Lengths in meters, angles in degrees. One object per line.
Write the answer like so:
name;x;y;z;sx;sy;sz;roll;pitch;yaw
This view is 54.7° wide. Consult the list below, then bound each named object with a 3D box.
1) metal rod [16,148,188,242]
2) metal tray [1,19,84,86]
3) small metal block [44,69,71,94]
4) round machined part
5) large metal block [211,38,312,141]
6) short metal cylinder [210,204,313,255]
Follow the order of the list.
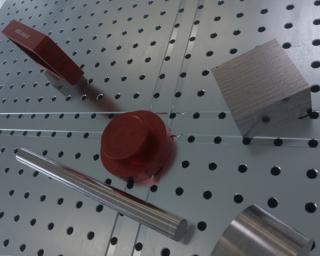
metal rod;-0.098;0.076;0.412;0.300;0.025;0.025;15;70;34
metal tray;-0.193;-0.125;0.512;0.130;0.090;0.030;31;79;37
small metal block;-0.176;-0.098;0.560;0.050;0.025;0.050;-43;51;-2
round machined part;-0.037;0.018;0.406;0.098;0.042;0.098;-13;56;21
large metal block;0.115;-0.044;0.359;0.080;0.050;0.080;-25;53;13
short metal cylinder;0.083;0.113;0.260;0.050;0.080;0.080;31;79;38
